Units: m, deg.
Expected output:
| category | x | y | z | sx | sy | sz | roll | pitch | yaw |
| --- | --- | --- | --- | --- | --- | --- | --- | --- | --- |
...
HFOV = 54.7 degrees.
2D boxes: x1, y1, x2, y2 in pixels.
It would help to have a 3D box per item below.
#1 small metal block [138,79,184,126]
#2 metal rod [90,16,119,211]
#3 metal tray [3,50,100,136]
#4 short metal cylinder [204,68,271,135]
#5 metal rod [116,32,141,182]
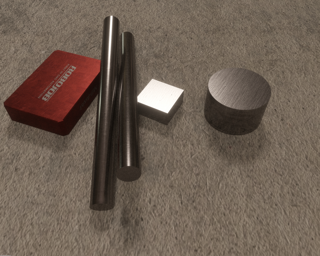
| category | x | y | z | sx | sy | sz | roll | pitch | yaw |
| --- | --- | --- | --- | --- | --- | --- | --- | --- | --- |
| small metal block | -0.001 | -0.037 | 0.434 | 0.050 | 0.025 | 0.050 | 22 | 53 | 17 |
| metal rod | -0.070 | -0.041 | 0.411 | 0.025 | 0.025 | 0.299 | -2 | 58 | -2 |
| metal tray | -0.143 | -0.055 | 0.445 | 0.090 | 0.030 | 0.130 | 16 | 52 | 12 |
| short metal cylinder | 0.103 | -0.037 | 0.419 | 0.081 | 0.050 | 0.080 | 0 | 50 | 0 |
| metal rod | -0.044 | -0.054 | 0.421 | 0.025 | 0.025 | 0.300 | -4 | 42 | -3 |
